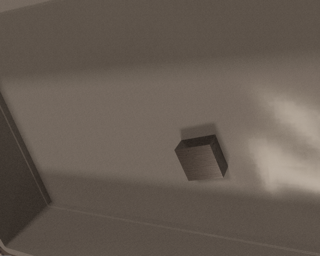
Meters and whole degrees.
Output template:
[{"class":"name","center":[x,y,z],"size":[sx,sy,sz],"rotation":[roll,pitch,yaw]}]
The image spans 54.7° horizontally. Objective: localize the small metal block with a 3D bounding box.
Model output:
[{"class":"small metal block","center":[0.054,0.040,0.404],"size":[0.050,0.025,0.050],"rotation":[-12,113,33]}]
